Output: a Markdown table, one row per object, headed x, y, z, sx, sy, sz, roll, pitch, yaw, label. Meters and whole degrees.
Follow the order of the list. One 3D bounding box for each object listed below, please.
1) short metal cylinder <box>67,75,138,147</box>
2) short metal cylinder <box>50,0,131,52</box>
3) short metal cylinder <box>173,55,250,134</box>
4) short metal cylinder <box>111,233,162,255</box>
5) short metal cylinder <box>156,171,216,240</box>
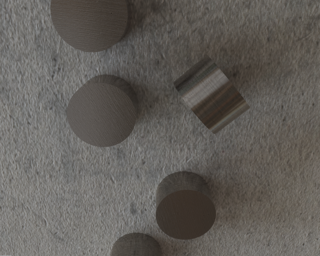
| x | y | z | sx | sy | sz | roll | pitch | yaw | label |
| --- | --- | --- | --- | --- | --- | --- | --- | --- | --- |
| -0.069 | -0.023 | 0.387 | 0.081 | 0.050 | 0.079 | 0 | 110 | -1 | short metal cylinder |
| -0.074 | -0.129 | 0.348 | 0.081 | 0.050 | 0.079 | 0 | 110 | -1 | short metal cylinder |
| 0.061 | -0.039 | 0.367 | 0.050 | 0.080 | 0.080 | -39 | 106 | 13 | short metal cylinder |
| -0.037 | 0.209 | 0.473 | 0.081 | 0.050 | 0.079 | 0 | 110 | -1 | short metal cylinder |
| 0.035 | 0.108 | 0.437 | 0.081 | 0.050 | 0.079 | 0 | 110 | -1 | short metal cylinder |
